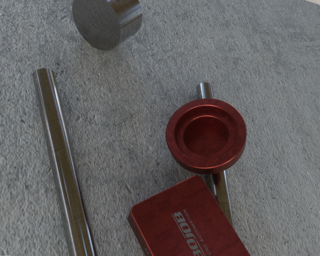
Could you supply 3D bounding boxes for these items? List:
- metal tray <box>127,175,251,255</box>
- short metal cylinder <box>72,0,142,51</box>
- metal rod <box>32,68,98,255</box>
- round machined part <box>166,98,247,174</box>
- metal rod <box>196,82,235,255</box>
[{"bbox_3d":[0.035,0.125,0.324,0.091,0.030,0.130,-22,68,-24],"label":"metal tray"},{"bbox_3d":[-0.072,-0.154,0.424,0.080,0.080,0.050,41,51,0],"label":"short metal cylinder"},{"bbox_3d":[-0.091,0.068,0.313,0.025,0.025,0.299,-6,65,-31],"label":"metal rod"},{"bbox_3d":[0.059,0.014,0.397,0.098,0.042,0.098,-6,60,10],"label":"round machined part"},{"bbox_3d":[0.075,0.067,0.403,0.025,0.025,0.299,11,57,-22],"label":"metal rod"}]
